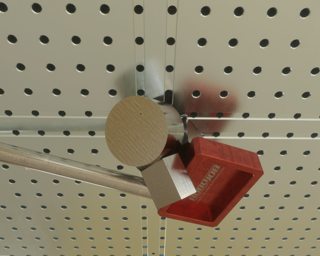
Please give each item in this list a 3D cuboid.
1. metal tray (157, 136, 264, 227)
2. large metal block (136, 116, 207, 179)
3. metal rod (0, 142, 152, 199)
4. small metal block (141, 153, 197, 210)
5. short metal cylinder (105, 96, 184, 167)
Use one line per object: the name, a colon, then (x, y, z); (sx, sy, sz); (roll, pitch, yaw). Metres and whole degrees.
metal tray: (0.060, 0.076, 0.404); (0.091, 0.030, 0.129); (16, 128, -14)
large metal block: (0.025, 0.042, 0.430); (0.080, 0.050, 0.080); (-28, 125, 21)
metal rod: (-0.142, 0.049, 0.413); (0.302, 0.025, 0.025); (13, 130, 3)
small metal block: (0.009, 0.064, 0.371); (0.025, 0.050, 0.050); (-15, 164, -41)
short metal cylinder: (-0.018, 0.004, 0.371); (0.080, 0.080, 0.050); (-28, 168, 21)
